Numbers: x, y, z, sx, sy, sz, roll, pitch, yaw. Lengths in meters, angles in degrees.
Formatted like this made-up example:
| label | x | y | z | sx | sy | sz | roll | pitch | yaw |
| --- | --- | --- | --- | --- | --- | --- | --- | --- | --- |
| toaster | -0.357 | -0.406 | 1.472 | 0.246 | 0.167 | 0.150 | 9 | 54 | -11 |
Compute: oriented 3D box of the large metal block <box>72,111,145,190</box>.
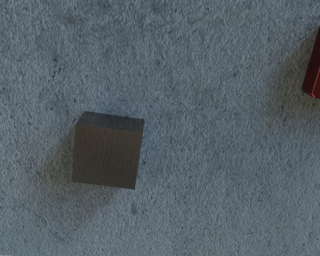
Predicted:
| label | x | y | z | sx | sy | sz | roll | pitch | yaw |
| --- | --- | --- | --- | --- | --- | --- | --- | --- | --- |
| large metal block | -0.066 | 0.028 | 0.406 | 0.081 | 0.050 | 0.079 | 8 | 110 | -4 |

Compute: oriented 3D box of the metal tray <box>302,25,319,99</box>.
| label | x | y | z | sx | sy | sz | roll | pitch | yaw |
| --- | --- | --- | --- | --- | --- | --- | --- | --- | --- |
| metal tray | 0.255 | -0.076 | 0.382 | 0.131 | 0.030 | 0.089 | 7 | 110 | -3 |
